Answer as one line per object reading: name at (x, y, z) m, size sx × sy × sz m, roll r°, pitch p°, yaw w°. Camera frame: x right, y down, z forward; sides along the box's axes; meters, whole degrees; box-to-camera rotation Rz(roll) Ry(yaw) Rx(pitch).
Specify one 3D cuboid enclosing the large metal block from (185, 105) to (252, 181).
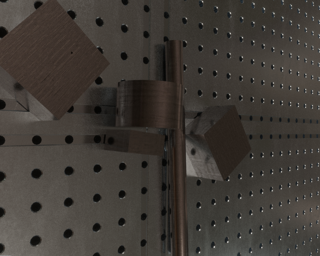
large metal block at (0.084, 0.021, 0.466) m, size 0.080 × 0.050 × 0.080 m, roll -40°, pitch 115°, yaw -33°

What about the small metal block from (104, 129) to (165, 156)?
small metal block at (-0.030, 0.017, 0.369) m, size 0.050 × 0.050 × 0.025 m, roll 10°, pitch 84°, yaw -40°

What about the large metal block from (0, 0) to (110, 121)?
large metal block at (-0.111, -0.063, 0.301) m, size 0.080 × 0.050 × 0.080 m, roll 50°, pitch 61°, yaw -29°

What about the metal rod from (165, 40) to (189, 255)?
metal rod at (0.023, 0.031, 0.430) m, size 0.025 × 0.025 × 0.298 m, roll -3°, pitch 92°, yaw -40°

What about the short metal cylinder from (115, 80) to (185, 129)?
short metal cylinder at (-0.012, -0.025, 0.365) m, size 0.081 × 0.080 × 0.050 m, roll 3°, pitch 88°, yaw -40°
